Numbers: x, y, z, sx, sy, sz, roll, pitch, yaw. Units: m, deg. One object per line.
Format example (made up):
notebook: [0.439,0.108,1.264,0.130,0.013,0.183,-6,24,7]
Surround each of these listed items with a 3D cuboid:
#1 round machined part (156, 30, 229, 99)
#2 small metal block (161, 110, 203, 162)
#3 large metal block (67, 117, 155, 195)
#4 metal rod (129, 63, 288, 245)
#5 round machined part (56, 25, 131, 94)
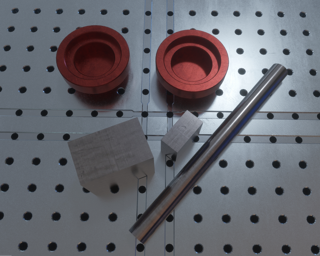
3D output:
round machined part: [0.043,-0.085,0.434,0.099,0.042,0.098,0,70,0]
small metal block: [0.027,0.012,0.394,0.025,0.050,0.050,38,74,12]
large metal block: [-0.053,0.037,0.369,0.080,0.080,0.050,-20,72,-7]
metal rod: [0.072,0.023,0.403,0.025,0.025,0.301,40,74,13]
round machined part: [-0.090,-0.091,0.435,0.099,0.042,0.098,0,70,0]
